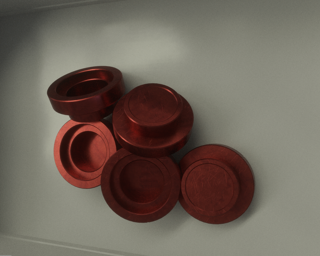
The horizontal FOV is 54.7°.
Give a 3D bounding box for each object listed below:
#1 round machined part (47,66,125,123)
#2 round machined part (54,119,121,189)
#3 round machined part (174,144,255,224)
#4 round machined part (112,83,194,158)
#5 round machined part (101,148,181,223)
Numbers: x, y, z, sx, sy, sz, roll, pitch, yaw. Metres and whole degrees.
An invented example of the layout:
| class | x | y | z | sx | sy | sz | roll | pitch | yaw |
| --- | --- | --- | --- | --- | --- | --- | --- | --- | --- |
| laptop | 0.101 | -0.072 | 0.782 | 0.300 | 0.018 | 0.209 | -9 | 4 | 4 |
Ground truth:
| class | x | y | z | sx | sy | sz | roll | pitch | yaw |
| --- | --- | --- | --- | --- | --- | --- | --- | --- | --- |
| round machined part | -0.094 | -0.043 | 0.413 | 0.098 | 0.098 | 0.042 | 3 | 126 | 19 |
| round machined part | -0.094 | 0.032 | 0.431 | 0.098 | 0.042 | 0.097 | 0 | 90 | 19 |
| round machined part | 0.064 | 0.069 | 0.376 | 0.098 | 0.042 | 0.097 | 0 | 90 | 19 |
| round machined part | -0.008 | -0.016 | 0.373 | 0.099 | 0.042 | 0.098 | 1 | 53 | -1 |
| round machined part | -0.021 | 0.066 | 0.394 | 0.099 | 0.042 | 0.097 | 1 | 96 | 6 |
